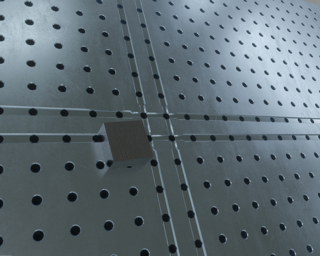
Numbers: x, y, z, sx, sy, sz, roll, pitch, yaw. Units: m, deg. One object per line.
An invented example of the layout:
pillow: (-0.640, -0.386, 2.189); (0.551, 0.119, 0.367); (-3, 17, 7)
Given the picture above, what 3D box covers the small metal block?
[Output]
small metal block: (-0.042, 0.020, 0.373); (0.050, 0.025, 0.050); (-5, 64, -30)
